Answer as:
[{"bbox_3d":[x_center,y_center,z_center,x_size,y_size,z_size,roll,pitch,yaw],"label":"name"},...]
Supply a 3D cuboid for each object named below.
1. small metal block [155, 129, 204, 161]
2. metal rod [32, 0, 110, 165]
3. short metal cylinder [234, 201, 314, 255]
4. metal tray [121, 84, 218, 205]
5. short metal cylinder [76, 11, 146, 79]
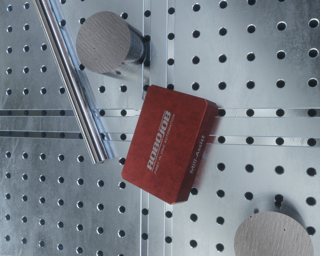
[{"bbox_3d":[0.022,0.028,0.405,0.050,0.025,0.050,-23,83,18],"label":"small metal block"},{"bbox_3d":[-0.139,-0.089,0.461,0.025,0.025,0.299,-25,82,18],"label":"metal rod"},{"bbox_3d":[0.128,0.129,0.354,0.080,0.050,0.079,0,90,19],"label":"short metal cylinder"},{"bbox_3d":[0.009,0.018,0.391,0.090,0.030,0.129,21,95,35],"label":"metal tray"},{"bbox_3d":[-0.066,-0.111,0.422,0.080,0.050,0.079,0,90,20],"label":"short metal cylinder"}]
